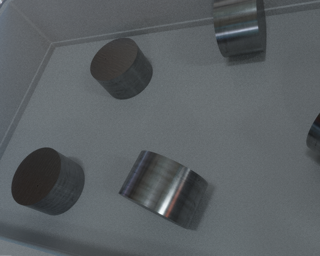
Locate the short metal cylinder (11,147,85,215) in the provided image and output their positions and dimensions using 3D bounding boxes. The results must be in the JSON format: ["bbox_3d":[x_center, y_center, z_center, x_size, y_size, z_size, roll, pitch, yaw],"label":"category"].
[{"bbox_3d":[-0.151,0.073,0.422,0.080,0.050,0.080,-13,56,20],"label":"short metal cylinder"}]

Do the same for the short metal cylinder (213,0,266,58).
[{"bbox_3d":[0.105,-0.134,0.397,0.050,0.080,0.080,-3,60,26],"label":"short metal cylinder"}]

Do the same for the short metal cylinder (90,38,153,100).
[{"bbox_3d":[-0.058,-0.090,0.474,0.080,0.050,0.080,-13,56,20],"label":"short metal cylinder"}]

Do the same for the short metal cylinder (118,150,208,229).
[{"bbox_3d":[0.004,0.065,0.328,0.080,0.080,0.050,17,71,34],"label":"short metal cylinder"}]

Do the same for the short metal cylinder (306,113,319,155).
[{"bbox_3d":[0.180,0.002,0.275,0.080,0.080,0.050,-42,51,-1],"label":"short metal cylinder"}]
